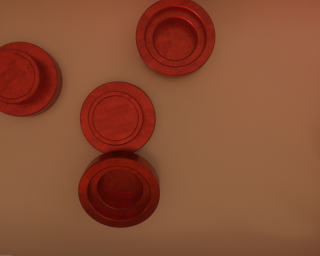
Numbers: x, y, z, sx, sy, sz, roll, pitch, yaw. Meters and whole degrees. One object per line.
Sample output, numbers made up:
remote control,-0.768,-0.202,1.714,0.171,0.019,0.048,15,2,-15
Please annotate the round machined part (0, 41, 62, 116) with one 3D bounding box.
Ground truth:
round machined part,-0.182,-0.064,0.401,0.099,0.042,0.097,0,90,0

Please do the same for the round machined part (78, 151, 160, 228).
round machined part,-0.049,0.073,0.393,0.099,0.042,0.097,0,109,-1

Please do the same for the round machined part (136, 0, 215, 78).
round machined part,0.019,-0.113,0.403,0.099,0.042,0.097,0,90,0

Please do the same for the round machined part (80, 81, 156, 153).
round machined part,-0.055,-0.012,0.402,0.099,0.042,0.097,0,90,0
